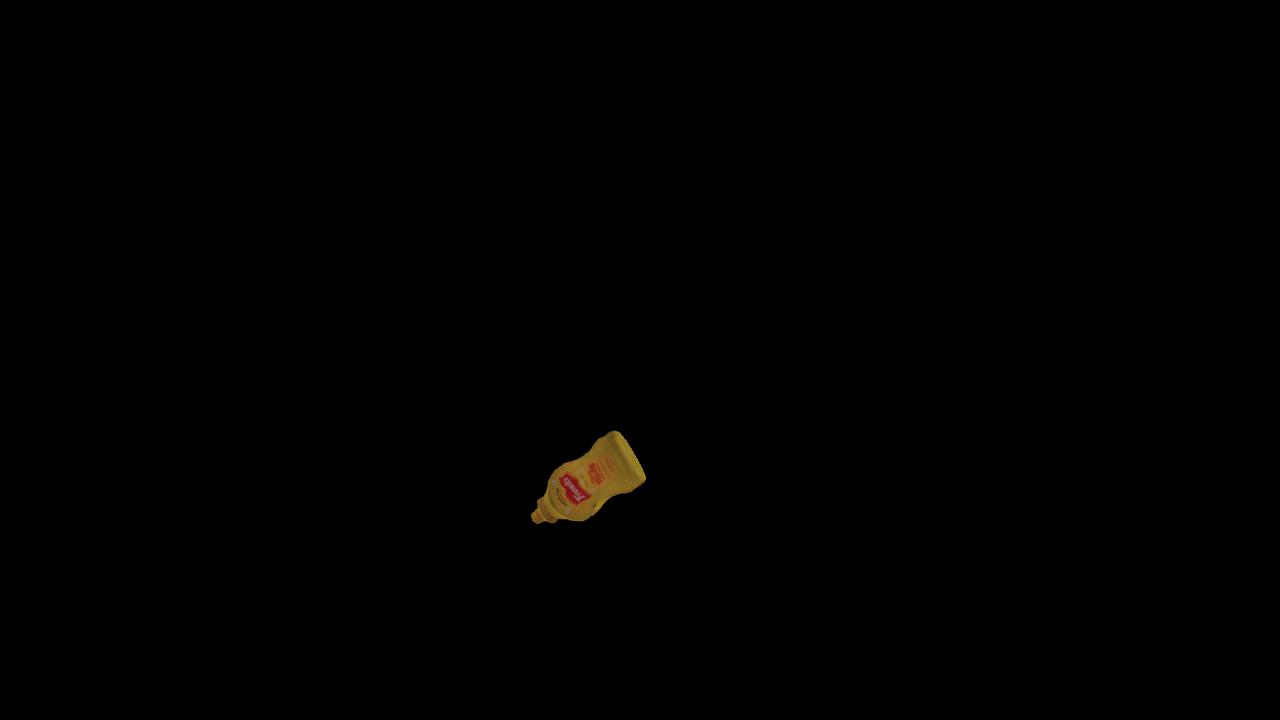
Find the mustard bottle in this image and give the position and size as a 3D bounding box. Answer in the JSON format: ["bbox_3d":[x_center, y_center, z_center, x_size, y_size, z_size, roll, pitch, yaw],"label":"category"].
[{"bbox_3d":[-0.087,0.191,0.924,0.184,0.092,0.054,-35,-14,8],"label":"mustard bottle"}]
